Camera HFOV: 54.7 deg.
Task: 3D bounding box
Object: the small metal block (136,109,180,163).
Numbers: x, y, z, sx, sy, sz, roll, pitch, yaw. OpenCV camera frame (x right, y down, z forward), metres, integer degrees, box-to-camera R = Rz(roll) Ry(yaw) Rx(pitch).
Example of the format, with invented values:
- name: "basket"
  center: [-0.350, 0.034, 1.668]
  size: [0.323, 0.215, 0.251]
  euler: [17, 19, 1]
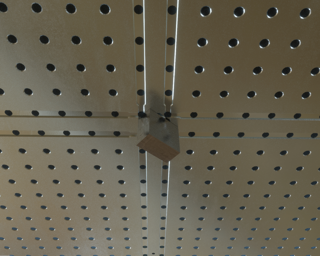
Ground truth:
- name: "small metal block"
  center: [-0.002, 0.010, 0.404]
  size: [0.050, 0.050, 0.025]
  euler: [33, 123, -25]
